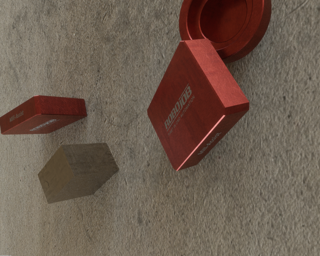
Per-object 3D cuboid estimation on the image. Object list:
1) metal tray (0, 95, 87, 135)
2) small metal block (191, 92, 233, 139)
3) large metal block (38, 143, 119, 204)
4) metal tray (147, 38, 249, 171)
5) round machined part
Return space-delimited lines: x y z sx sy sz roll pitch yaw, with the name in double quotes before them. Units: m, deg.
"metal tray" -0.199 -0.019 0.526 0.130 0.091 0.030 -18 79 38
"small metal block" 0.052 -0.018 0.362 0.050 0.025 0.050 20 103 38
"large metal block" -0.124 0.067 0.472 0.080 0.081 0.050 -44 64 31
"metal tray" 0.032 -0.020 0.339 0.090 0.030 0.129 64 150 22
"round machined part" 0.072 -0.118 0.334 0.098 0.042 0.097 0 90 40
